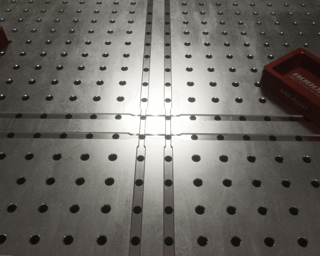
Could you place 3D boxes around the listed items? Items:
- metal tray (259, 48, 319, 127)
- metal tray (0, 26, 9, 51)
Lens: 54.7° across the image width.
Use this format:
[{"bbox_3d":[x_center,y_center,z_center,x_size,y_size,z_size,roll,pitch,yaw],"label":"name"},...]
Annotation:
[{"bbox_3d":[0.227,-0.061,0.458,0.091,0.030,0.130,-29,56,-22],"label":"metal tray"},{"bbox_3d":[-0.341,-0.146,0.523,0.131,0.030,0.090,15,51,11],"label":"metal tray"}]
